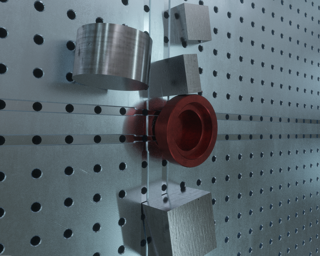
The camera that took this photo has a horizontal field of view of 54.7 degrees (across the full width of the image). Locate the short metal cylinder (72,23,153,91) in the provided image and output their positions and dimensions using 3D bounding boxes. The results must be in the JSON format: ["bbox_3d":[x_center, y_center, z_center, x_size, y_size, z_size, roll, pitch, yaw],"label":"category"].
[{"bbox_3d":[-0.050,-0.072,0.333,0.081,0.080,0.050,8,85,-40],"label":"short metal cylinder"}]

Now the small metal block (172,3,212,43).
[{"bbox_3d":[0.047,-0.151,0.450,0.050,0.025,0.050,-12,98,-40],"label":"small metal block"}]

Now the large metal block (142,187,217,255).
[{"bbox_3d":[0.028,0.133,0.419,0.081,0.050,0.079,-12,98,-40],"label":"large metal block"}]

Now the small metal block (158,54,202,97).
[{"bbox_3d":[0.026,-0.070,0.417,0.025,0.050,0.050,-14,99,-39],"label":"small metal block"}]

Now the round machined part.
[{"bbox_3d":[0.032,0.003,0.424,0.099,0.042,0.097,-4,97,-41],"label":"round machined part"}]
